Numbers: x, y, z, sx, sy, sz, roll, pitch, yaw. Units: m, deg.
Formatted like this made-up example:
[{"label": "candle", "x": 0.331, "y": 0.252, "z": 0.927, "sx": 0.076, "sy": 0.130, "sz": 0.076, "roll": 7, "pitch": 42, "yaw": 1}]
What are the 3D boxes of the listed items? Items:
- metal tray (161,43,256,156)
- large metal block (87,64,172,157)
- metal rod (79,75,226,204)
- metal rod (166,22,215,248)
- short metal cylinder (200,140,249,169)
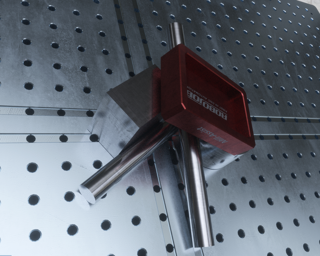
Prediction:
[{"label": "metal tray", "x": 0.058, "y": -0.030, "z": 0.366, "sx": 0.131, "sy": 0.030, "sz": 0.090, "roll": 26, "pitch": 50, "yaw": -36}, {"label": "large metal block", "x": -0.030, "y": -0.019, "z": 0.369, "sx": 0.050, "sy": 0.080, "sz": 0.080, "roll": 47, "pitch": 51, "yaw": 4}, {"label": "metal rod", "x": 0.014, "y": -0.004, "z": 0.420, "sx": 0.025, "sy": 0.025, "sz": 0.302, "roll": 47, "pitch": 51, "yaw": 4}, {"label": "metal rod", "x": 0.036, "y": -0.005, "z": 0.403, "sx": 0.025, "sy": 0.025, "sz": 0.299, "roll": 4, "pitch": 69, "yaw": -27}, {"label": "short metal cylinder", "x": 0.081, "y": 0.011, "z": 0.430, "sx": 0.081, "sy": 0.050, "sz": 0.080, "roll": 14, "pitch": 56, "yaw": -21}]
